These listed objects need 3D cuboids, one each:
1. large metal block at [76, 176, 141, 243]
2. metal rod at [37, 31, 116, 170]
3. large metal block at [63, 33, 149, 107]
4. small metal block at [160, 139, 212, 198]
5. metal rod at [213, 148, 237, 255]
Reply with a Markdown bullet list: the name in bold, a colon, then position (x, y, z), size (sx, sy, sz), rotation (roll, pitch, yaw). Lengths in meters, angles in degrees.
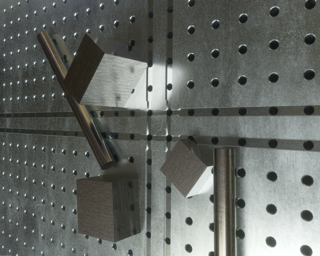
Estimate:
- **large metal block**: position (-0.077, 0.115, 0.457), size (0.080, 0.050, 0.080), rotation (-4, 87, 40)
- **metal rod**: position (-0.151, -0.059, 0.534), size (0.025, 0.025, 0.299), rotation (-46, 62, 30)
- **large metal block**: position (-0.076, -0.077, 0.436), size (0.050, 0.081, 0.080), rotation (48, 119, 29)
- **small metal block**: position (0.035, 0.048, 0.381), size (0.050, 0.025, 0.050), rotation (45, 117, 30)
- **metal rod**: position (0.074, 0.172, 0.348), size (0.025, 0.025, 0.298), rotation (-1, 89, 40)
